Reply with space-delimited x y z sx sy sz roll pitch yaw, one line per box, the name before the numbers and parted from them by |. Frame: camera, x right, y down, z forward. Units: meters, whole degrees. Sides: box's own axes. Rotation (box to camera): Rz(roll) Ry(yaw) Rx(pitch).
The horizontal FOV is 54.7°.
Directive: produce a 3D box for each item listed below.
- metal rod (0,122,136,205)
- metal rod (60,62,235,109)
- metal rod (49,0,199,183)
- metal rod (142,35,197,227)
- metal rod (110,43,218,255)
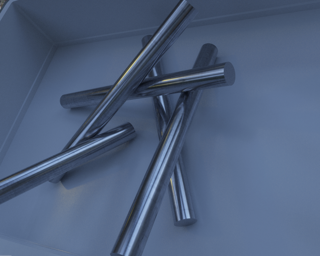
metal rod | -0.156 0.061 0.350 0.302 0.025 0.025 -27 44 -31
metal rod | -0.042 -0.050 0.419 0.300 0.025 0.025 -3 60 40
metal rod | -0.060 -0.033 0.395 0.299 0.025 0.025 -47 49 20
metal rod | 0.005 -0.020 0.415 0.025 0.025 0.299 -22 54 15
metal rod | 0.020 0.000 0.347 0.025 0.025 0.301 1 47 28
